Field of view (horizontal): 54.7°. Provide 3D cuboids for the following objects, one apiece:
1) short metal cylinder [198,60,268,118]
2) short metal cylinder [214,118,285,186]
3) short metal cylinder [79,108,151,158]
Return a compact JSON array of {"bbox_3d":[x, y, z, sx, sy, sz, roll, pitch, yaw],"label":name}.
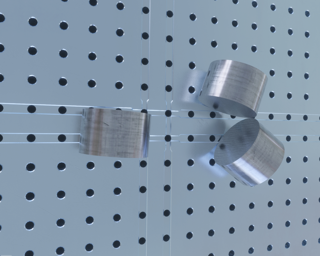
[{"bbox_3d":[0.098,-0.051,0.419,0.080,0.080,0.050,22,83,-19],"label":"short metal cylinder"},{"bbox_3d":[0.122,0.033,0.428,0.050,0.080,0.080,39,78,-16],"label":"short metal cylinder"},{"bbox_3d":[-0.052,0.006,0.364,0.081,0.080,0.050,5,89,-20],"label":"short metal cylinder"}]
